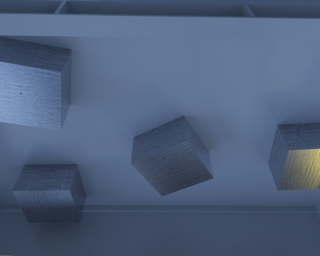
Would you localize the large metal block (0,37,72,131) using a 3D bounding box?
[{"bbox_3d":[-0.147,-0.049,0.350,0.081,0.050,0.079,9,130,-8],"label":"large metal block"}]

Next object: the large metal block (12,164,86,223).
[{"bbox_3d":[-0.166,0.102,0.477,0.080,0.050,0.079,-1,130,0],"label":"large metal block"}]

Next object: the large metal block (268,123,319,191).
[{"bbox_3d":[0.203,0.040,0.428,0.080,0.050,0.080,-3,130,2],"label":"large metal block"}]

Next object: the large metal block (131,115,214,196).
[{"bbox_3d":[0.018,0.041,0.427,0.080,0.050,0.080,-24,126,19],"label":"large metal block"}]
